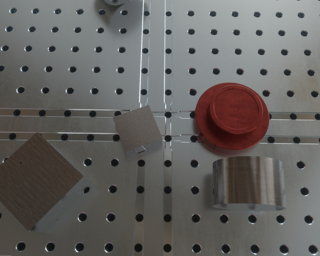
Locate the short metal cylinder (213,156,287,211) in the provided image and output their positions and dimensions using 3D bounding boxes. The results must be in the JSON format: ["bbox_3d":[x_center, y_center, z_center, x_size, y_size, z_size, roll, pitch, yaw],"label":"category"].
[{"bbox_3d":[0.102,0.067,0.359,0.081,0.080,0.050,3,70,1],"label":"short metal cylinder"}]

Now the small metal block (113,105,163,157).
[{"bbox_3d":[-0.029,0.004,0.410,0.050,0.025,0.050,-20,71,-8],"label":"small metal block"}]

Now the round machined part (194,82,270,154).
[{"bbox_3d":[0.096,-0.018,0.410,0.099,0.042,0.098,0,70,-1],"label":"round machined part"}]

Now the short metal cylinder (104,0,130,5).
[{"bbox_3d":[-0.067,-0.236,0.468,0.080,0.080,0.050,-33,74,-12],"label":"short metal cylinder"}]

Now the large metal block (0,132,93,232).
[{"bbox_3d":[-0.143,0.066,0.373,0.080,0.050,0.080,40,75,13],"label":"large metal block"}]
